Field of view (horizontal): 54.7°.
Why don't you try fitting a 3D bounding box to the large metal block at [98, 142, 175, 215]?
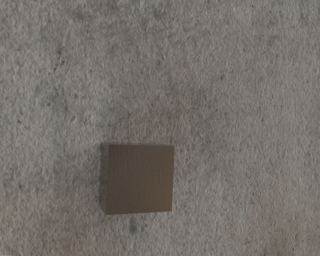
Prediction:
[{"bbox_3d":[-0.030,0.060,0.386,0.081,0.050,0.079,3,89,-20],"label":"large metal block"}]
